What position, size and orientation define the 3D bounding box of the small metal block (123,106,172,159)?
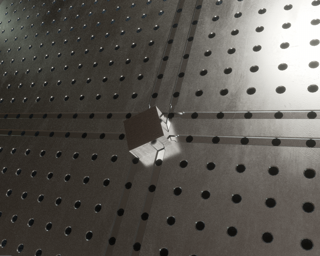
[{"bbox_3d":[-0.017,0.006,0.413,0.050,0.025,0.050,-25,53,12],"label":"small metal block"}]
